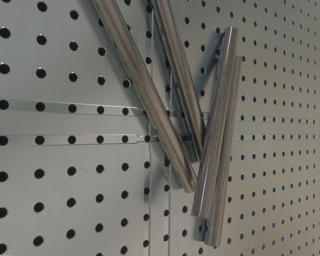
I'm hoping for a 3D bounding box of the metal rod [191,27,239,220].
[{"bbox_3d":[0.084,-0.021,0.450,0.025,0.025,0.299,30,63,-36],"label":"metal rod"}]

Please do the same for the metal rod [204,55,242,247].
[{"bbox_3d":[0.101,0.031,0.492,0.025,0.025,0.299,14,81,-39],"label":"metal rod"}]

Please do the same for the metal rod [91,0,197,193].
[{"bbox_3d":[-0.015,-0.041,0.395,0.025,0.025,0.299,-39,114,-33],"label":"metal rod"}]

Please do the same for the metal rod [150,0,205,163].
[{"bbox_3d":[0.026,-0.087,0.429,0.025,0.025,0.299,-29,108,-36],"label":"metal rod"}]
